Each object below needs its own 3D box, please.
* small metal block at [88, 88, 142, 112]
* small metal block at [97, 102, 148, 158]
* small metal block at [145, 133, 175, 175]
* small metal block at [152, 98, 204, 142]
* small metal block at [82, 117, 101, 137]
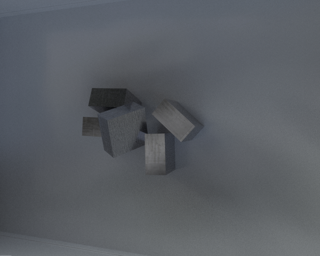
[{"bbox_3d":[-0.059,-0.032,0.415,0.050,0.050,0.025,3,76,20],"label":"small metal block"},{"bbox_3d":[-0.044,0.001,0.377,0.025,0.050,0.050,29,132,48],"label":"small metal block"},{"bbox_3d":[0.001,0.032,0.396,0.025,0.050,0.050,-2,90,16],"label":"small metal block"},{"bbox_3d":[0.024,-0.010,0.389,0.050,0.050,0.025,44,104,14],"label":"small metal block"},{"bbox_3d":[-0.070,-0.001,0.422,0.050,0.050,0.025,3,91,20],"label":"small metal block"}]
